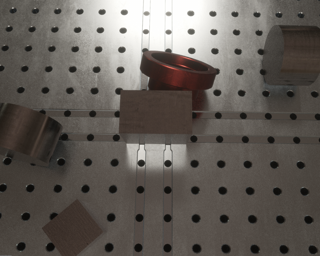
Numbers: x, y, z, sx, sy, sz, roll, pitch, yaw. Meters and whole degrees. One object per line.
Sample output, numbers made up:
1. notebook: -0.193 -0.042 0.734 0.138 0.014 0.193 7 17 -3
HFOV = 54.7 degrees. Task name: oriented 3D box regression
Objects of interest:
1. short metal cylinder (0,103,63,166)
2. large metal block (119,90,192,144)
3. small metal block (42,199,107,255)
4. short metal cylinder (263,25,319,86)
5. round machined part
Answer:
1. short metal cylinder: -0.167 0.010 0.377 0.080 0.080 0.050 13 71 4
2. large metal block: -0.005 -0.010 0.383 0.081 0.080 0.050 1 79 0
3. small metal block: -0.100 0.121 0.366 0.050 0.025 0.050 -40 75 -14
4. short metal cylinder: 0.178 -0.098 0.420 0.050 0.080 0.080 1 70 0
5. round machined part: 0.022 -0.067 0.409 0.098 0.098 0.042 17 114 6
